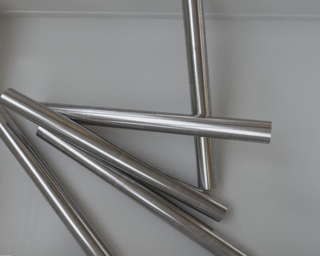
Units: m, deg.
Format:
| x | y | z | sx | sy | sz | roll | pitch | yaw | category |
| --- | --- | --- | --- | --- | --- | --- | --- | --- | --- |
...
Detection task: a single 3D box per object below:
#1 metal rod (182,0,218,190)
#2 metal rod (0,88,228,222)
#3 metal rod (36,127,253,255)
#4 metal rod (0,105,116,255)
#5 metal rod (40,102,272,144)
| x | y | z | sx | sy | sz | roll | pitch | yaw | category |
| --- | --- | --- | --- | --- | --- | --- | --- | --- | --- |
| 0.046 | -0.075 | 0.373 | 0.025 | 0.025 | 0.298 | -6 | 95 | -2 | metal rod |
| -0.057 | 0.032 | 0.379 | 0.301 | 0.025 | 0.025 | 28 | 72 | 2 | metal rod |
| -0.027 | 0.078 | 0.380 | 0.301 | 0.025 | 0.025 | 31 | 73 | 10 | metal rod |
| -0.159 | 0.047 | 0.391 | 0.025 | 0.025 | 0.300 | -39 | 75 | -13 | metal rod |
| -0.025 | -0.009 | 0.375 | 0.301 | 0.025 | 0.025 | 6 | 70 | 17 | metal rod |
